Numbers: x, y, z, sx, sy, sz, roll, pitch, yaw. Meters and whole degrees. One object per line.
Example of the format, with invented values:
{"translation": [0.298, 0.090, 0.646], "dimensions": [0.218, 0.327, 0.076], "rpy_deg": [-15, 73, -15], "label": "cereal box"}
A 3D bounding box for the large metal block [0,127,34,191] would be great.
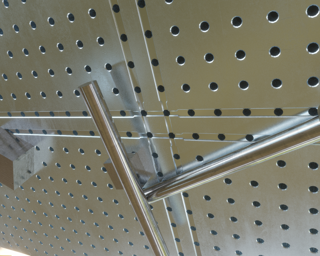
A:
{"translation": [-0.287, 0.057, 0.582], "dimensions": [0.080, 0.050, 0.079], "rpy_deg": [27, 128, 11], "label": "large metal block"}

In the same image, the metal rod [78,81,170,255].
{"translation": [-0.045, 0.075, 0.448], "dimensions": [0.025, 0.025, 0.298], "rpy_deg": [-7, 114, 31], "label": "metal rod"}

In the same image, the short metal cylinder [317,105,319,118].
{"translation": [0.188, -0.017, 0.266], "dimensions": [0.080, 0.080, 0.050], "rpy_deg": [28, 128, 10], "label": "short metal cylinder"}

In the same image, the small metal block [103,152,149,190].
{"translation": [-0.052, 0.067, 0.480], "dimensions": [0.050, 0.025, 0.050], "rpy_deg": [-9, 114, 32], "label": "small metal block"}

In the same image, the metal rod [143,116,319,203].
{"translation": [0.067, 0.057, 0.410], "dimensions": [0.299, 0.025, 0.025], "rpy_deg": [-30, 102, 37], "label": "metal rod"}
